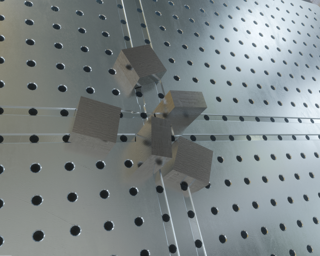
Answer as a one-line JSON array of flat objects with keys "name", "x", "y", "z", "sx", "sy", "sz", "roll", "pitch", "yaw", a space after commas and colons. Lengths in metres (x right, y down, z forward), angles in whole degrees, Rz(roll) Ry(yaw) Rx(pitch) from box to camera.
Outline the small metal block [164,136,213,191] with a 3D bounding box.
[{"name": "small metal block", "x": 0.038, "y": 0.046, "z": 0.400, "sx": 0.050, "sy": 0.025, "sz": 0.050, "roll": 25, "pitch": 53, "yaw": -13}]

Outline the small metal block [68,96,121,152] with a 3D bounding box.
[{"name": "small metal block", "x": -0.077, "y": -0.004, "z": 0.369, "sx": 0.050, "sy": 0.025, "sz": 0.050, "roll": 16, "pitch": 55, "yaw": -19}]

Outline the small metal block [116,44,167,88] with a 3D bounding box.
[{"name": "small metal block", "x": -0.027, "y": -0.090, "z": 0.448, "sx": 0.050, "sy": 0.025, "sz": 0.050, "roll": -23, "pitch": 74, "yaw": -36}]

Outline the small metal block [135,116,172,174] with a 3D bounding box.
[{"name": "small metal block", "x": -0.009, "y": 0.021, "z": 0.374, "sx": 0.025, "sy": 0.050, "sz": 0.050, "roll": 12, "pitch": 57, "yaw": -22}]

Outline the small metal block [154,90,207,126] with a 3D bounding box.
[{"name": "small metal block", "x": 0.027, "y": -0.026, "z": 0.422, "sx": 0.050, "sy": 0.050, "sz": 0.025, "roll": -1, "pitch": 62, "yaw": -29}]
